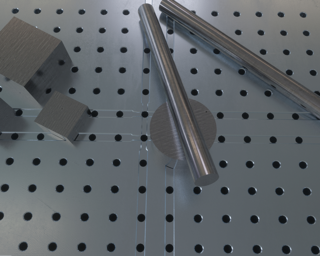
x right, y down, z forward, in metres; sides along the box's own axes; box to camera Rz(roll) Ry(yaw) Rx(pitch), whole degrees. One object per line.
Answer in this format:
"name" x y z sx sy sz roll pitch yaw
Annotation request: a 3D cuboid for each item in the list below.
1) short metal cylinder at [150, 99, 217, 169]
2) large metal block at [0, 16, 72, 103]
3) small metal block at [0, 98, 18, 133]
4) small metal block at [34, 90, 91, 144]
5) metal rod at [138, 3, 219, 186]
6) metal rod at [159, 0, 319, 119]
"short metal cylinder" 0.028 0.008 0.395 0.081 0.050 0.080 0 70 0
"large metal block" -0.186 -0.095 0.432 0.080 0.050 0.080 28 72 10
"small metal block" -0.222 -0.016 0.403 0.025 0.050 0.050 31 73 11
"small metal block" -0.129 -0.015 0.416 0.050 0.025 0.050 26 72 9
"metal rod" 0.012 -0.065 0.391 0.025 0.025 0.299 -13 54 -5
"metal rod" 0.122 -0.103 0.450 0.300 0.025 0.025 38 74 12
